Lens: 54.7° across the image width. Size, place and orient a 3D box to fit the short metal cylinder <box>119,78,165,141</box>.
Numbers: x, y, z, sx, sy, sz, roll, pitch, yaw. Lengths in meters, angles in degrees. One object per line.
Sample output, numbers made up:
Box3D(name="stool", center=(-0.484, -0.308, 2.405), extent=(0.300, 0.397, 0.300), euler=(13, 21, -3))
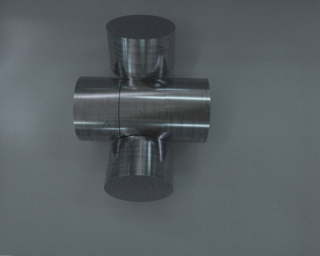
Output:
Box3D(name="short metal cylinder", center=(-0.020, -0.023, 0.382), extent=(0.050, 0.080, 0.080), euler=(1, 90, 0))

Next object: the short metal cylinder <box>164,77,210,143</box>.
Box3D(name="short metal cylinder", center=(0.031, -0.022, 0.383), extent=(0.050, 0.080, 0.080), euler=(1, 90, 0))

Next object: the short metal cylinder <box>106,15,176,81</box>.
Box3D(name="short metal cylinder", center=(-0.023, -0.099, 0.375), extent=(0.081, 0.080, 0.050), euler=(2, 128, 0))

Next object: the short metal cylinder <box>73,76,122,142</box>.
Box3D(name="short metal cylinder", center=(-0.071, -0.023, 0.382), extent=(0.050, 0.080, 0.080), euler=(1, 90, 0))

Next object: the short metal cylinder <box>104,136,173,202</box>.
Box3D(name="short metal cylinder", center=(-0.025, 0.051, 0.375), extent=(0.081, 0.080, 0.050), euler=(0, 56, 0))
